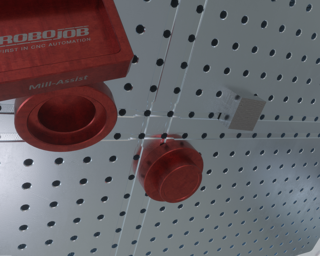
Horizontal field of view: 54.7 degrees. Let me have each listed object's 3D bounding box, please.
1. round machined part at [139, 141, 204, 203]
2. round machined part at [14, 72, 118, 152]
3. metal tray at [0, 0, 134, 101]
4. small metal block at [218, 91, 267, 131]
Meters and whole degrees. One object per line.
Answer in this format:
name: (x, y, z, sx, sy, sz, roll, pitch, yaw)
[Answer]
round machined part: (0.023, 0.071, 0.456, 0.099, 0.042, 0.097, -14, 124, -21)
round machined part: (-0.097, -0.021, 0.321, 0.099, 0.042, 0.097, -14, 143, -10)
metal tray: (-0.099, -0.078, 0.267, 0.131, 0.090, 0.030, -15, 165, -20)
small metal block: (0.123, -0.025, 0.463, 0.050, 0.025, 0.050, 5, 116, -31)
